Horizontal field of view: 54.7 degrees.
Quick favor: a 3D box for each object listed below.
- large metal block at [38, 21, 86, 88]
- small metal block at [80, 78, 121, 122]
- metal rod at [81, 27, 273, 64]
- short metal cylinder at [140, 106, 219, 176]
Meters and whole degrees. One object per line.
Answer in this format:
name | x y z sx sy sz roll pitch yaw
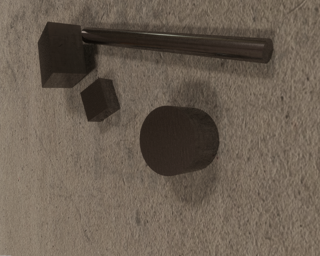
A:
large metal block | -0.162 -0.115 0.504 0.080 0.050 0.080 -18 78 57
small metal block | -0.093 -0.042 0.479 0.050 0.025 0.050 -29 72 36
metal rod | -0.004 -0.113 0.405 0.300 0.025 0.025 18 101 38
short metal cylinder | 0.022 0.014 0.369 0.080 0.050 0.079 0 90 39
